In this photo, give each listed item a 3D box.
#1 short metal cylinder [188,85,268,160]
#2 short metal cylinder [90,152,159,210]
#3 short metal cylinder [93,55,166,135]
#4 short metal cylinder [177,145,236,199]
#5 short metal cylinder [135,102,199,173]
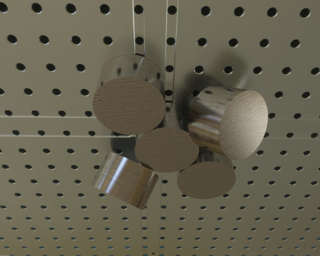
[{"bbox_3d":[0.080,-0.008,0.363,0.081,0.050,0.079,-11,109,-34],"label":"short metal cylinder"},{"bbox_3d":[-0.048,0.074,0.430,0.080,0.050,0.080,24,166,7],"label":"short metal cylinder"},{"bbox_3d":[-0.034,-0.038,0.362,0.081,0.050,0.079,0,130,0],"label":"short metal cylinder"},{"bbox_3d":[0.064,0.057,0.445,0.081,0.050,0.079,0,130,0],"label":"short metal cylinder"},{"bbox_3d":[0.009,0.013,0.406,0.081,0.050,0.079,0,130,0],"label":"short metal cylinder"}]
